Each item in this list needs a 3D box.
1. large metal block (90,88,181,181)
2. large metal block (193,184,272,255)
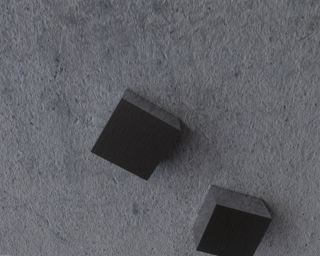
[{"bbox_3d":[-0.030,0.008,0.399,0.080,0.050,0.080,29,107,-11],"label":"large metal block"},{"bbox_3d":[0.101,0.138,0.448,0.080,0.050,0.079,16,109,-6],"label":"large metal block"}]
